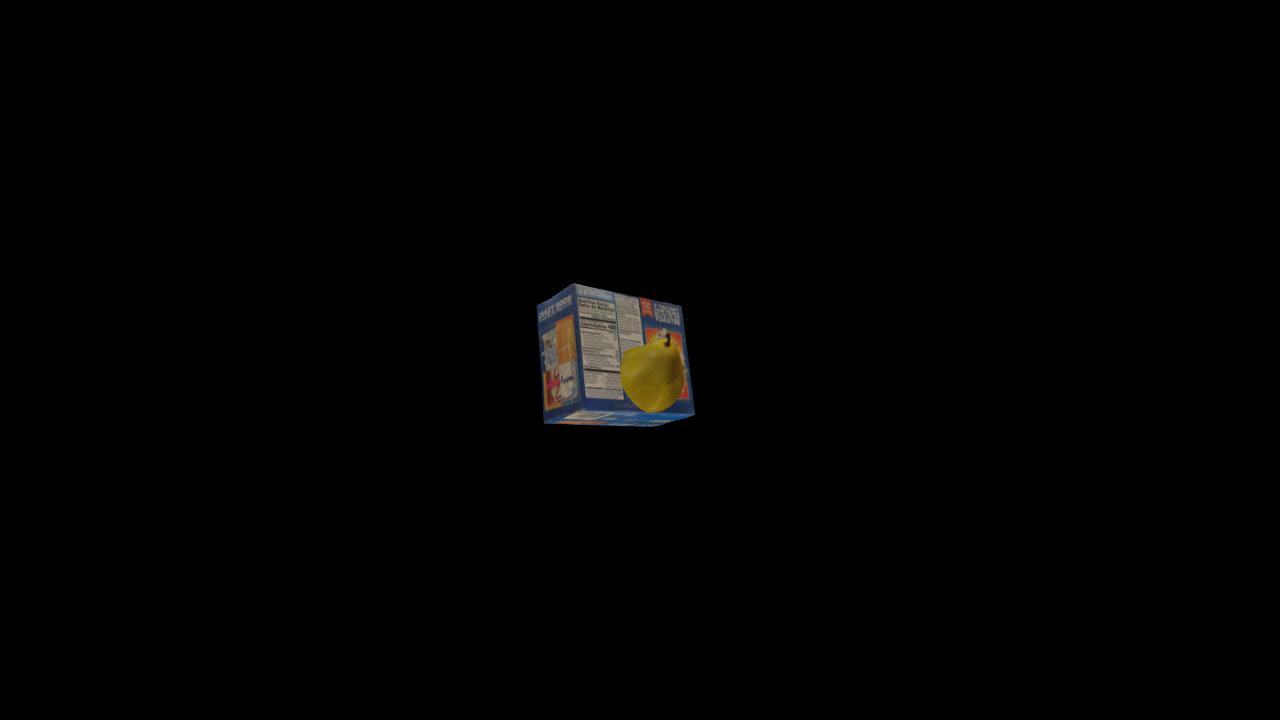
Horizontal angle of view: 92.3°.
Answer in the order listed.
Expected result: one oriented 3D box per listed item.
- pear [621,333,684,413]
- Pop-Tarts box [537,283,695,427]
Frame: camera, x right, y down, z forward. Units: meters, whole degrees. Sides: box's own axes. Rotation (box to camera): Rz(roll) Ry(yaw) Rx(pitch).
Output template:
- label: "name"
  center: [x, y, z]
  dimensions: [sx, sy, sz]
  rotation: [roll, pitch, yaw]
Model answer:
- label: "pear"
  center: [0.020, 0.007, 0.668]
  dimensions: [0.080, 0.080, 0.111]
  rotation: [0, -33, -34]
- label: "Pop-Tarts box"
  center: [-0.027, 0.002, 0.717]
  dimensions: [0.167, 0.141, 0.083]
  rotation: [7, -19, -42]
